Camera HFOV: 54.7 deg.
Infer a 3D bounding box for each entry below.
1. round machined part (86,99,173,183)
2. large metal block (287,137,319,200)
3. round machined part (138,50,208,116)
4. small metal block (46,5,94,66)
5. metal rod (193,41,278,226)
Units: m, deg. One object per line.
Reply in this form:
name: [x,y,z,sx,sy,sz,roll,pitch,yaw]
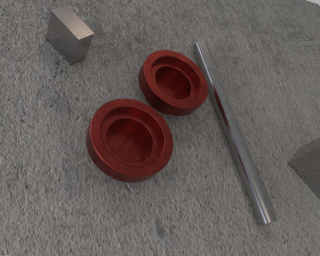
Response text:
round machined part: [-0.038,0.018,0.362,0.099,0.042,0.098,14,56,-21]
large metal block: [0.262,0.057,0.475,0.050,0.080,0.080,-34,81,-38]
round machined part: [0.015,-0.059,0.436,0.099,0.042,0.098,14,56,-21]
small metal block: [-0.116,-0.117,0.397,0.050,0.050,0.025,47,51,4]
metal rod: [0.105,-0.008,0.464,0.025,0.025,0.299,-1,62,-29]
